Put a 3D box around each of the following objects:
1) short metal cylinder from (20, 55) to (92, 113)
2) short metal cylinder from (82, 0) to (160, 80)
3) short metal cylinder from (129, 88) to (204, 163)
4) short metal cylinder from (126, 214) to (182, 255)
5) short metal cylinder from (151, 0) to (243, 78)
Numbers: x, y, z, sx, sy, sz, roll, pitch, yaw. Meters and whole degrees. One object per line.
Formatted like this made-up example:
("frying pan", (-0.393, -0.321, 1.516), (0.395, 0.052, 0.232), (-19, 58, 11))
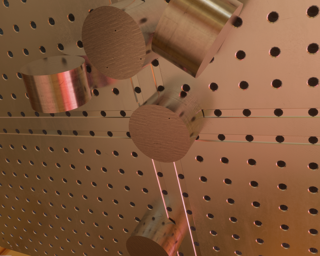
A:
("short metal cylinder", (-0.135, -0.060, 0.410), (0.080, 0.080, 0.050), (9, 123, 23))
("short metal cylinder", (-0.041, -0.102, 0.354), (0.080, 0.050, 0.079), (13, 124, 21))
("short metal cylinder", (0.008, -0.004, 0.388), (0.080, 0.050, 0.079), (13, 124, 21))
("short metal cylinder", (-0.009, 0.192, 0.518), (0.080, 0.050, 0.079), (13, 124, 21))
("short metal cylinder", (0.035, -0.095, 0.298), (0.050, 0.080, 0.079), (34, 129, 6))
